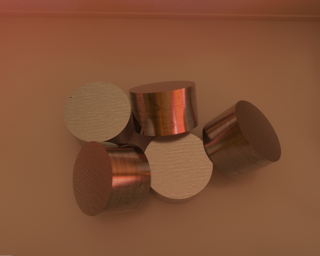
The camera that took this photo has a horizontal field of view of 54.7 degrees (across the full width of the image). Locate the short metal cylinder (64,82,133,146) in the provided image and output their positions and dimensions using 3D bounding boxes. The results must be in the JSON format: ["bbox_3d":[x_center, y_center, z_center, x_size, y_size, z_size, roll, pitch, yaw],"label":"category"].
[{"bbox_3d":[-0.076,-0.012,0.397,0.081,0.050,0.080,0,70,0],"label":"short metal cylinder"}]

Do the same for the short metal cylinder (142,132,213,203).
[{"bbox_3d":[0.020,0.049,0.377,0.081,0.050,0.080,0,70,0],"label":"short metal cylinder"}]

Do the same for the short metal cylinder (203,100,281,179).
[{"bbox_3d":[0.097,0.014,0.369,0.080,0.050,0.080,27,44,-30],"label":"short metal cylinder"}]

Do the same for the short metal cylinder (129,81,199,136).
[{"bbox_3d":[0.005,-0.026,0.381,0.081,0.080,0.050,-8,106,-3],"label":"short metal cylinder"}]

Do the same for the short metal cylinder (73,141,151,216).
[{"bbox_3d":[-0.056,0.056,0.351,0.050,0.080,0.080,7,63,-43],"label":"short metal cylinder"}]
